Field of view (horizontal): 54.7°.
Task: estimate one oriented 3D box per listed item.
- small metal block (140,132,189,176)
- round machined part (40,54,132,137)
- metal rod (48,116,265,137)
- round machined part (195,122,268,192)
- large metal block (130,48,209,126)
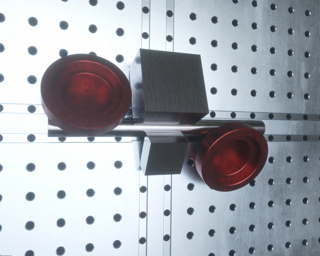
[{"bbox_3d":[0.005,0.034,0.404,0.050,0.025,0.050,1,119,-20],"label":"small metal block"},{"bbox_3d":[-0.085,-0.034,0.358,0.099,0.042,0.098,9,61,-16],"label":"round machined part"},{"bbox_3d":[0.010,0.000,0.417,0.302,0.025,0.025,0,90,-20],"label":"metal rod"},{"bbox_3d":[0.094,0.036,0.425,0.099,0.042,0.097,-8,118,-16],"label":"round machined part"},{"bbox_3d":[0.009,-0.048,0.391,0.081,0.050,0.080,1,72,-20],"label":"large metal block"}]
